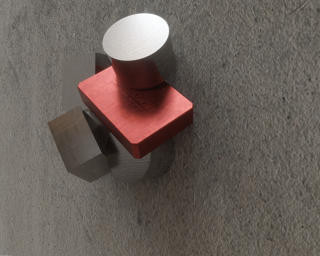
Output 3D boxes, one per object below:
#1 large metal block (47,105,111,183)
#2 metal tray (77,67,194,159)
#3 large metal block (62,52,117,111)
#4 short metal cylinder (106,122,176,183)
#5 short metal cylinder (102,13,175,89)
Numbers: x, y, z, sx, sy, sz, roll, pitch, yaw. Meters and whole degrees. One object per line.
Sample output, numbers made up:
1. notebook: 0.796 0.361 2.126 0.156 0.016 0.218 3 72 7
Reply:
1. large metal block: -0.109 0.026 0.452 0.050 0.080 0.080 -30 68 -2
2. metal tray: -0.032 -0.032 0.392 0.130 0.091 0.030 43 156 31
3. large metal block: -0.105 -0.066 0.474 0.080 0.050 0.080 1 91 40
4. short metal cylinder: -0.026 0.030 0.412 0.080 0.050 0.080 0 90 40
5. short metal cylinder: -0.024 -0.095 0.384 0.080 0.050 0.080 -6 57 9
